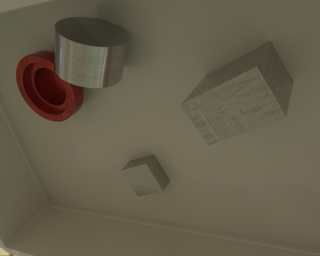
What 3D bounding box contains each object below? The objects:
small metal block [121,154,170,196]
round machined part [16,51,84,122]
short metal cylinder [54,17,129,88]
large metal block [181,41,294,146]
[{"bbox_3d":[-0.021,0.071,0.463,0.050,0.025,0.050,-19,109,35],"label":"small metal block"},{"bbox_3d":[-0.148,-0.061,0.436,0.098,0.042,0.097,13,124,20],"label":"round machined part"},{"bbox_3d":[-0.080,-0.089,0.359,0.080,0.080,0.050,25,127,12],"label":"short metal cylinder"},{"bbox_3d":[0.079,-0.035,0.309,0.080,0.080,0.050,-25,105,36],"label":"large metal block"}]
